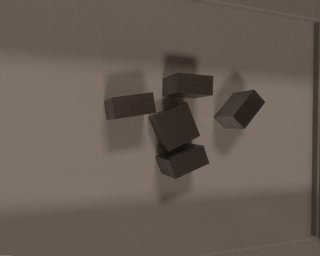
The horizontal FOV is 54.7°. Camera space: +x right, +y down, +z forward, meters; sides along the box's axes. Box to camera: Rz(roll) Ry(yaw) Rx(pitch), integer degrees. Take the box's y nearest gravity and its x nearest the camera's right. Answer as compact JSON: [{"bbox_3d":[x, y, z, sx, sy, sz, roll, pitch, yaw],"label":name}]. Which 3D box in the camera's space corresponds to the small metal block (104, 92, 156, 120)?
[{"bbox_3d":[-0.038,-0.027,0.384,0.050,0.050,0.025,-10,94,-20],"label":"small metal block"}]

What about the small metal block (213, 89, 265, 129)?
[{"bbox_3d":[0.112,-0.026,0.440,0.025,0.050,0.050,44,76,-15],"label":"small metal block"}]

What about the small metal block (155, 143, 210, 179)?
[{"bbox_3d":[0.028,0.042,0.409,0.050,0.050,0.025,-21,98,-19],"label":"small metal block"}]

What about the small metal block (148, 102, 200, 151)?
[{"bbox_3d":[0.019,-0.002,0.419,0.050,0.025,0.050,-25,99,-19],"label":"small metal block"}]

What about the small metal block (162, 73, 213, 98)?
[{"bbox_3d":[0.036,-0.055,0.412,0.050,0.050,0.025,1,90,-20],"label":"small metal block"}]
